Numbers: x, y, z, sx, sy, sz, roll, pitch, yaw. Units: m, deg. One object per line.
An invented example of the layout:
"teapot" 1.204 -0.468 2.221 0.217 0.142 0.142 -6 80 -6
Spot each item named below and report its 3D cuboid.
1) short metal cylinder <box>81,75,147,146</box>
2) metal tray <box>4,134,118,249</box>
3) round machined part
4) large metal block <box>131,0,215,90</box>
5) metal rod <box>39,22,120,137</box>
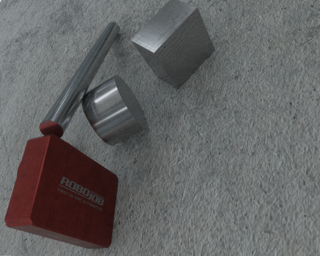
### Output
"short metal cylinder" -0.059 -0.023 0.412 0.050 0.080 0.080 -29 52 10
"metal tray" -0.096 0.075 0.339 0.030 0.130 0.090 -11 57 22
"round machined part" -0.160 0.061 0.438 0.098 0.042 0.098 -13 56 20
"large metal block" 0.021 -0.114 0.426 0.080 0.080 0.050 -48 52 -5
"metal rod" -0.098 -0.088 0.439 0.025 0.025 0.300 -17 33 18
